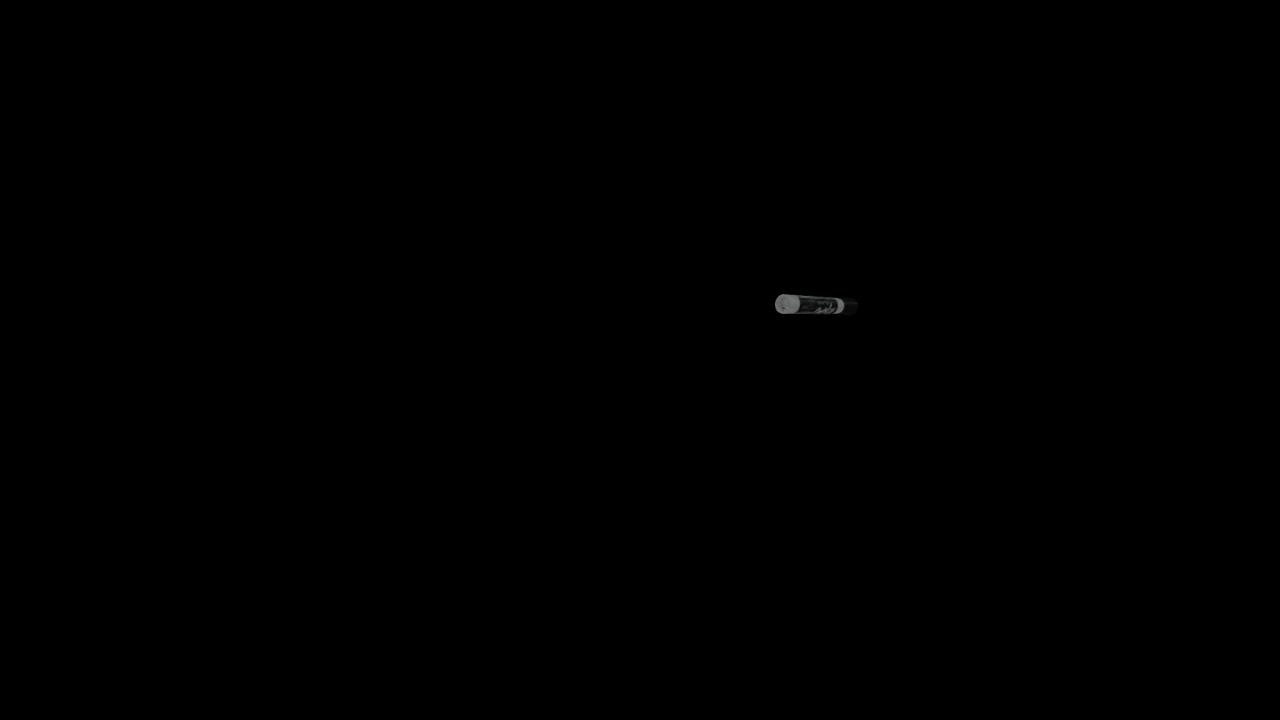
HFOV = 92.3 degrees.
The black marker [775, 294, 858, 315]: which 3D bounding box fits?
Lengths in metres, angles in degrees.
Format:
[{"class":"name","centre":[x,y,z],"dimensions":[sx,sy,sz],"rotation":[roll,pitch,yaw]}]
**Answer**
[{"class":"black marker","centre":[0.181,-0.055,0.619],"dimensions":[0.121,0.020,0.020],"rotation":[-3,2,-40]}]
